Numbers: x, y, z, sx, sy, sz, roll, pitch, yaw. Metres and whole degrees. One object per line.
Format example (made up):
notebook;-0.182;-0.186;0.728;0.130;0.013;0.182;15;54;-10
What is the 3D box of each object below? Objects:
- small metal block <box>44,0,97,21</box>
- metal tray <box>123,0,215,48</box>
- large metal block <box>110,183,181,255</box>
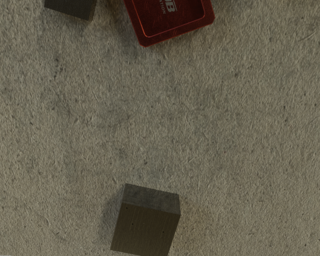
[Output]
small metal block;-0.098;-0.155;0.352;0.050;0.025;0.050;16;109;-6
metal tray;-0.001;-0.167;0.345;0.090;0.030;0.129;-18;109;6
large metal block;-0.021;0.134;0.446;0.080;0.050;0.079;13;110;-5
